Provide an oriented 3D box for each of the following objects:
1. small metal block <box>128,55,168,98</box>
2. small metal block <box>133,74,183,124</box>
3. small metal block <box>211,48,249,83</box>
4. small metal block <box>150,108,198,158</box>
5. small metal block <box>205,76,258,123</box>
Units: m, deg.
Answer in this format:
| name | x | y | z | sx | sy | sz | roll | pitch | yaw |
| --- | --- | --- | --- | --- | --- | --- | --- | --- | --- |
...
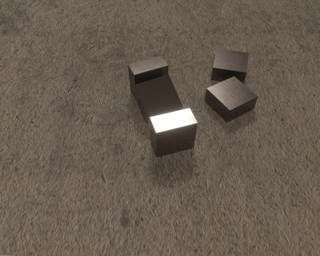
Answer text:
| name | x | y | z | sx | sy | sz | roll | pitch | yaw |
| --- | --- | --- | --- | --- | --- | --- | --- | --- | --- |
| small metal block | -0.016 | -0.071 | 0.446 | 0.050 | 0.050 | 0.025 | -19 | 52 | -16 |
| small metal block | -0.004 | -0.039 | 0.423 | 0.050 | 0.025 | 0.050 | -20 | 81 | -17 |
| small metal block | 0.110 | -0.097 | 0.486 | 0.050 | 0.025 | 0.050 | 11 | 51 | 8 |
| small metal block | 0.016 | 0.007 | 0.382 | 0.050 | 0.050 | 0.025 | -14 | 52 | -12 |
| small metal block | 0.100 | -0.042 | 0.439 | 0.050 | 0.025 | 0.050 | -25 | 55 | -20 |
